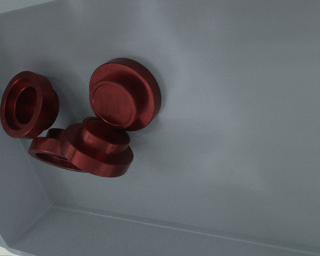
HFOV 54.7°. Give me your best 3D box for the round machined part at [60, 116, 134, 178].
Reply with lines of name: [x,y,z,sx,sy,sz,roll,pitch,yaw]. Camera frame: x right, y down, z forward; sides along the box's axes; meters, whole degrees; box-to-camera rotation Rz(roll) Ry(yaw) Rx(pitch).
round machined part: [-0.080,0.020,0.420,0.098,0.098,0.042,32,109,8]

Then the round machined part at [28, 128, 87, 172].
round machined part: [-0.145,0.033,0.475,0.098,0.042,0.098,12,158,5]

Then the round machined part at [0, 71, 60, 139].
round machined part: [-0.188,-0.032,0.457,0.098,0.042,0.098,-6,79,32]

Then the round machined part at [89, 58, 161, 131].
round machined part: [-0.052,-0.038,0.402,0.098,0.042,0.097,13,124,21]
